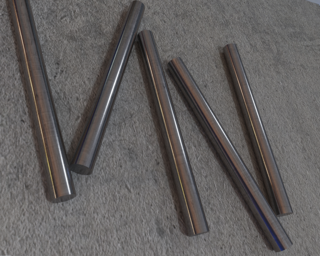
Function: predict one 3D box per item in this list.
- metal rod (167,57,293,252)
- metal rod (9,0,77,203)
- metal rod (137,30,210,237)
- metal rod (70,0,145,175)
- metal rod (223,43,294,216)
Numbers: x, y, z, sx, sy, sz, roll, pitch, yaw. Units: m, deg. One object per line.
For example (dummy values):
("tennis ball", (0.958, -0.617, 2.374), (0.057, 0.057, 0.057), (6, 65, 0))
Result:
("metal rod", (0.090, 0.026, 0.436), (0.025, 0.025, 0.299), (-17, 71, -35))
("metal rod", (-0.145, -0.060, 0.362), (0.025, 0.025, 0.299), (-7, 65, -31))
("metal rod", (0.011, -0.011, 0.415), (0.025, 0.025, 0.299), (0, 62, -28))
("metal rod", (-0.061, -0.076, 0.417), (0.025, 0.025, 0.300), (22, 53, -15))
("metal rod", (0.148, -0.013, 0.490), (0.025, 0.025, 0.299), (5, 59, -26))
